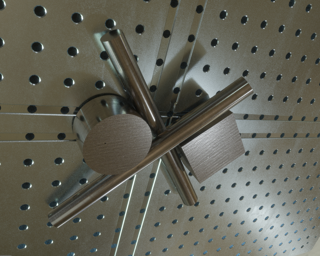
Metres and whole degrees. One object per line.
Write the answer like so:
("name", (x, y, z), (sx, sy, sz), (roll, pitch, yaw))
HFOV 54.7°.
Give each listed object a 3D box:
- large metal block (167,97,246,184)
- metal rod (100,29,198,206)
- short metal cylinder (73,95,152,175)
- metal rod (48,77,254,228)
("large metal block", (0.065, 0.018, 0.435), (0.080, 0.050, 0.080), (-33, 129, -7))
("metal rod", (0.000, 0.010, 0.412), (0.025, 0.025, 0.299), (-32, 129, -8))
("short metal cylinder", (-0.056, 0.008, 0.365), (0.081, 0.050, 0.079), (-14, 124, -21))
("metal rod", (-0.016, 0.034, 0.391), (0.300, 0.025, 0.025), (-35, 130, 6))
